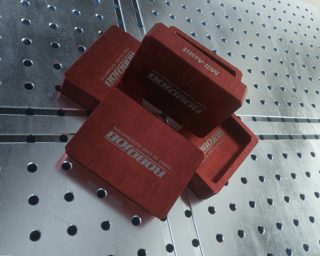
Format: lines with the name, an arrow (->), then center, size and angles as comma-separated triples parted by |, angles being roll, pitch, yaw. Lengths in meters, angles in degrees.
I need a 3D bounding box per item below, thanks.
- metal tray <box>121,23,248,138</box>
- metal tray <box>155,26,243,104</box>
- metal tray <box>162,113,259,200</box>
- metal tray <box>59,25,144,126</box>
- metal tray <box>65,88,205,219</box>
metal tray -> 0.026, -0.052, 0.374 | 0.130, 0.090, 0.030 | 35, 51, -5
metal tray -> 0.050, -0.079, 0.443 | 0.130, 0.030, 0.090 | 32, 51, -8
metal tray -> 0.071, 0.024, 0.429 | 0.090, 0.030, 0.131 | 47, 51, 5
metal tray -> -0.060, -0.074, 0.418 | 0.090, 0.030, 0.130 | 34, 51, -7
metal tray -> -0.027, 0.028, 0.350 | 0.130, 0.030, 0.090 | 37, 76, -4
